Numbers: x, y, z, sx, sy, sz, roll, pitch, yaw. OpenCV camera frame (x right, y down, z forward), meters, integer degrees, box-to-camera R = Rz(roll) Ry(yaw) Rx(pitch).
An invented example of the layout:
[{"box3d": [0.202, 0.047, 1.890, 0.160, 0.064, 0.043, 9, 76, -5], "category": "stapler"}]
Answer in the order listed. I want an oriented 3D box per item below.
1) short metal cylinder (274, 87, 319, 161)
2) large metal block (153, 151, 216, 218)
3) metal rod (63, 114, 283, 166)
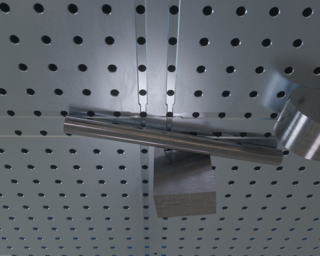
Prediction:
[{"box3d": [0.186, -0.006, 0.372, 0.081, 0.080, 0.050, 6, 130, -5], "category": "short metal cylinder"}, {"box3d": [0.034, 0.077, 0.441, 0.080, 0.080, 0.050, -5, 130, 4], "category": "large metal block"}, {"box3d": [0.024, 0.018, 0.427, 0.302, 0.025, 0.025, 9, 130, -8], "category": "metal rod"}]
